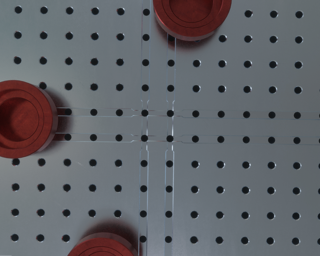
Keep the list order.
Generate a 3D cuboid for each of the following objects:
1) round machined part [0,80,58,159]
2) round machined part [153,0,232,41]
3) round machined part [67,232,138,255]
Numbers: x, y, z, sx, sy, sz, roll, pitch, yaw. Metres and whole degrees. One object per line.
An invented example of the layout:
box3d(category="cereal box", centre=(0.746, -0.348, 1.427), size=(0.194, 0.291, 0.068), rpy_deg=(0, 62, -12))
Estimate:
box3d(category="round machined part", centre=(-0.182, -0.011, 0.404), size=(0.099, 0.042, 0.097), rpy_deg=(0, 90, 0))
box3d(category="round machined part", centre=(0.040, -0.162, 0.405), size=(0.099, 0.042, 0.097), rpy_deg=(0, 90, 0))
box3d(category="round machined part", centre=(-0.074, 0.185, 0.405), size=(0.099, 0.042, 0.097), rpy_deg=(0, 90, 0))
